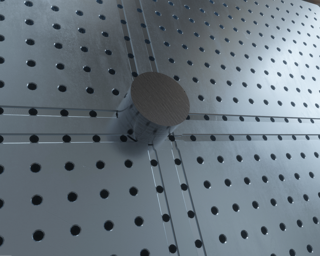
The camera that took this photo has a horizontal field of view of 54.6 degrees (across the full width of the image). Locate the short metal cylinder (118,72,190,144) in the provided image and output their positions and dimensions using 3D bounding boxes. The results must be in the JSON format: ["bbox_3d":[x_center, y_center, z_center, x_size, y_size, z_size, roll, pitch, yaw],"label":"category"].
[{"bbox_3d":[-0.009,-0.026,0.403,0.081,0.050,0.080,13,56,-21],"label":"short metal cylinder"}]
